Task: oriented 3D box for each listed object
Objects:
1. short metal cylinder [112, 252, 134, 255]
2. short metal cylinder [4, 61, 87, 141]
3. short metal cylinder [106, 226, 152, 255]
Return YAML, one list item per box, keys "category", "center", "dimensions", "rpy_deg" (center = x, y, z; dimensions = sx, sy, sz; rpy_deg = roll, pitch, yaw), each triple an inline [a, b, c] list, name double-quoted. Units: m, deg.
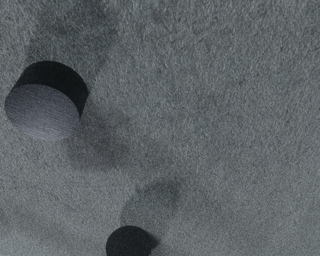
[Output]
- category: "short metal cylinder"
  center: [-0.082, 0.297, 0.623]
  dimensions: [0.050, 0.080, 0.080]
  rpy_deg: [-26, 126, 20]
- category: "short metal cylinder"
  center: [-0.130, -0.031, 0.363]
  dimensions: [0.081, 0.050, 0.079]
  rpy_deg: [0, 130, 0]
- category: "short metal cylinder"
  center: [-0.056, 0.227, 0.564]
  dimensions: [0.081, 0.080, 0.050]
  rpy_deg: [2, 130, -2]
